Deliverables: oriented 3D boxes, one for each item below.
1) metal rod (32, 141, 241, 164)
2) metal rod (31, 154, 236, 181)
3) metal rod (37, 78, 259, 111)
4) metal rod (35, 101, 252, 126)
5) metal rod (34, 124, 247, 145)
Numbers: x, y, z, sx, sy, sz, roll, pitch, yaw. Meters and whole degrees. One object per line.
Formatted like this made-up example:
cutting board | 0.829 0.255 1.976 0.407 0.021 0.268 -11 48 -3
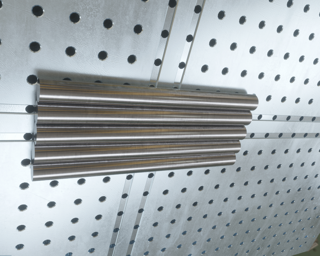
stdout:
metal rod | -0.011 0.028 0.424 0.303 0.025 0.025 0 118 -29
metal rod | -0.017 0.049 0.434 0.303 0.025 0.025 0 119 -29
metal rod | 0.007 -0.039 0.393 0.303 0.025 0.025 0 118 -29
metal rod | 0.001 -0.017 0.403 0.303 0.025 0.025 0 118 -29
metal rod | -0.005 0.006 0.414 0.303 0.025 0.025 0 118 -29
